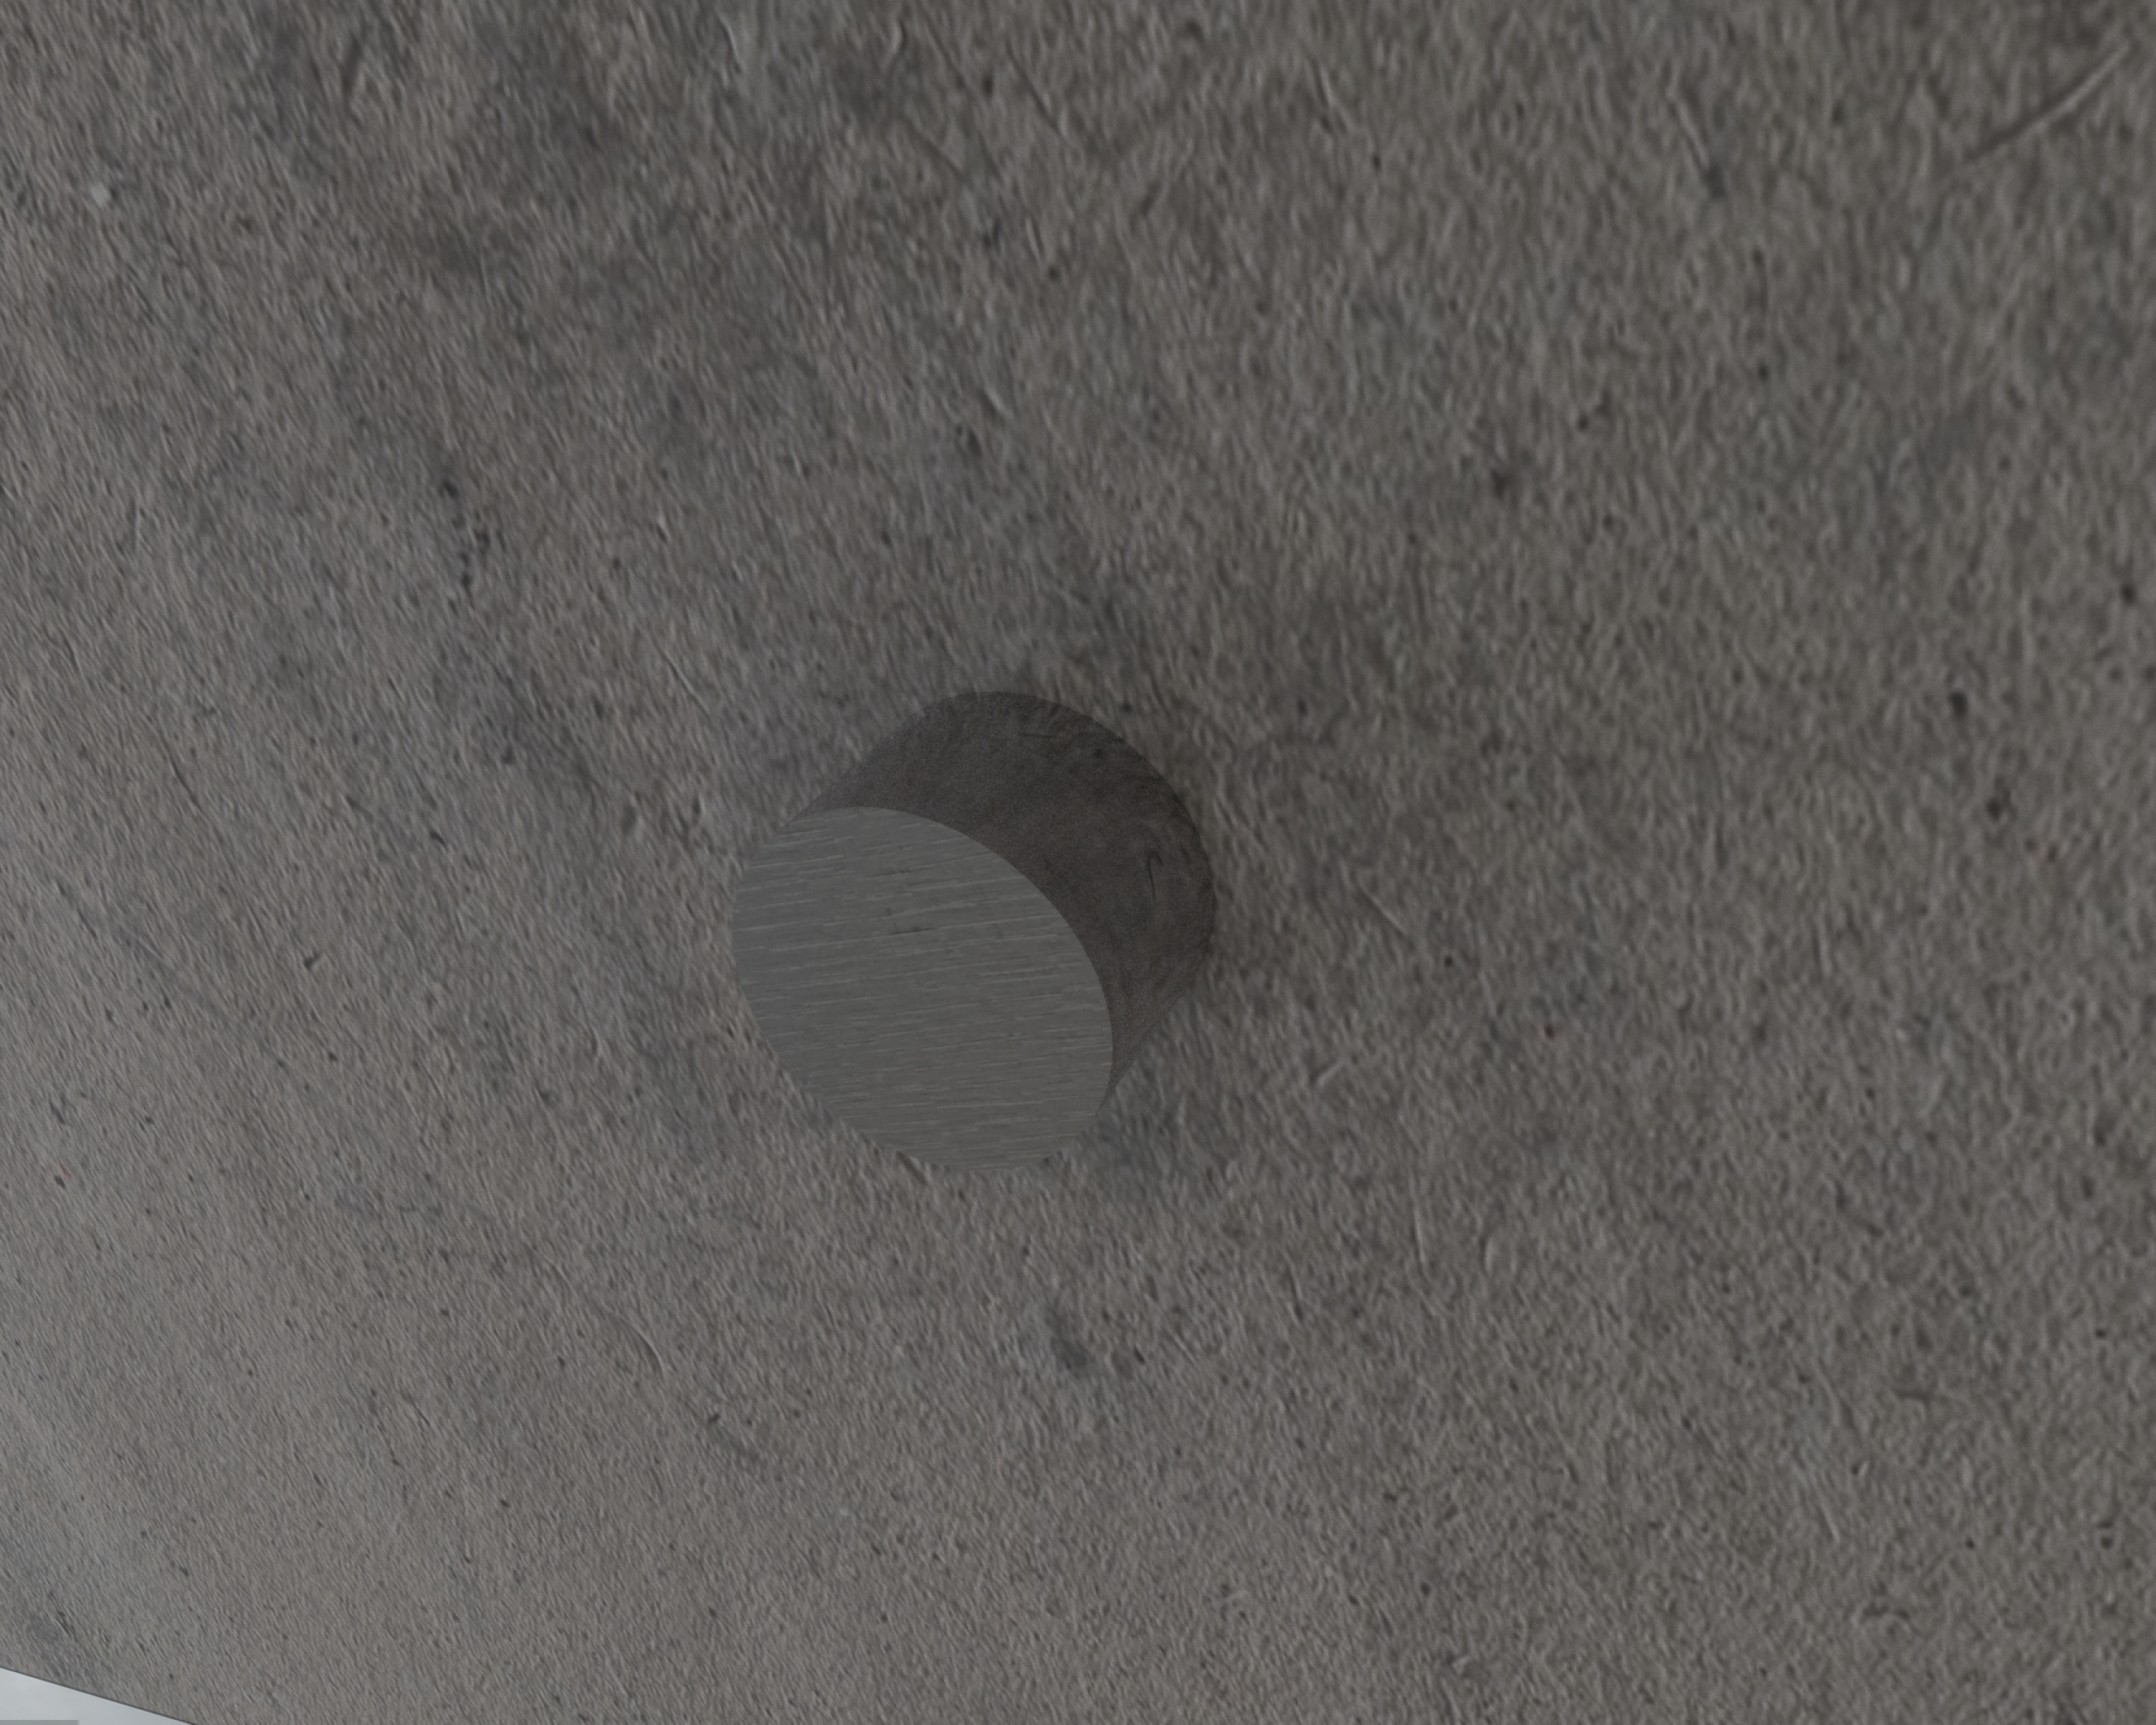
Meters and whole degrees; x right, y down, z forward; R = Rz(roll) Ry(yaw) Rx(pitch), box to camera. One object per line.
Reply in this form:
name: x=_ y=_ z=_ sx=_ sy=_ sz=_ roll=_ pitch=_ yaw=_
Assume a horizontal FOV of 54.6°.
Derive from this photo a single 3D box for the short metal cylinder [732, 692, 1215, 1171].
short metal cylinder: x=-0.020 y=0.013 z=0.410 sx=0.080 sy=0.050 sz=0.080 roll=13 pitch=124 yaw=21
